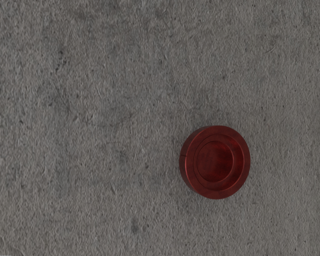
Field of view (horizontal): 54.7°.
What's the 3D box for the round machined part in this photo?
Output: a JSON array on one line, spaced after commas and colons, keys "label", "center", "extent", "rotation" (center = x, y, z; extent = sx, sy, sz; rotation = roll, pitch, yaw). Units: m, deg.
[{"label": "round machined part", "center": [0.071, 0.045, 0.426], "extent": [0.099, 0.042, 0.097], "rotation": [0, 90, -20]}]
